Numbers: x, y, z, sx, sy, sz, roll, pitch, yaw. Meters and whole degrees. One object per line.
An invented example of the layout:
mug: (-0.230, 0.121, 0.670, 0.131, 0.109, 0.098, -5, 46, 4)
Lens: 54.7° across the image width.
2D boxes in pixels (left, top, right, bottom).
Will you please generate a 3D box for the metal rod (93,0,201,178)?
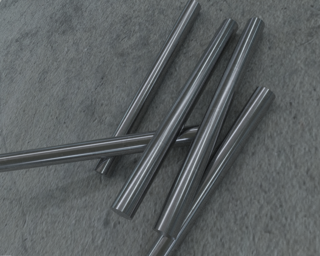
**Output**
metal rod: (-0.011, -0.067, 0.449, 0.025, 0.025, 0.300, 15, 69, 34)

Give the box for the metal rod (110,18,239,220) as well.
metal rod: (0.031, -0.030, 0.373, 0.025, 0.025, 0.300, 12, 57, 33)

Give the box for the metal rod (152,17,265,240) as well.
metal rod: (0.067, -0.019, 0.360, 0.025, 0.025, 0.300, 11, 61, 32)

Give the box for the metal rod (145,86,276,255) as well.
metal rod: (0.038, 0.079, 0.334, 0.025, 0.025, 0.300, 27, 76, 37)

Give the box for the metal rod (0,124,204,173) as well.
metal rod: (-0.094, 0.029, 0.394, 0.301, 0.025, 0.025, -9, 57, 8)
